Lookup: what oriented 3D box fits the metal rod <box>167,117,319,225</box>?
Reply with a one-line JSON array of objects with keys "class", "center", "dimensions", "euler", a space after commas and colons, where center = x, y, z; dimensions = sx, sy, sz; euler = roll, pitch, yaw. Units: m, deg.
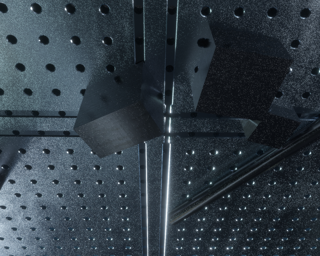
[{"class": "metal rod", "center": [0.123, 0.076, 0.478], "dimensions": [0.025, 0.025, 0.299], "euler": [35, 122, -26]}]

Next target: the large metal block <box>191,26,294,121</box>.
[{"class": "large metal block", "center": [0.086, -0.059, 0.346], "dimensions": [0.081, 0.050, 0.079], "euler": [8, 130, -7]}]

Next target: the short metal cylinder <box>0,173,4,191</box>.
[{"class": "short metal cylinder", "center": [-0.289, 0.093, 0.470], "dimensions": [0.081, 0.050, 0.079], "euler": [0, 130, 0]}]

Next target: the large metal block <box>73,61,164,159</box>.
[{"class": "large metal block", "center": [-0.044, -0.022, 0.357], "dimensions": [0.080, 0.080, 0.050], "euler": [-21, 127, 17]}]

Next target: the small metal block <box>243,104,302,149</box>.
[{"class": "small metal block", "center": [0.147, -0.003, 0.411], "dimensions": [0.050, 0.025, 0.050], "euler": [15, 129, -13]}]
